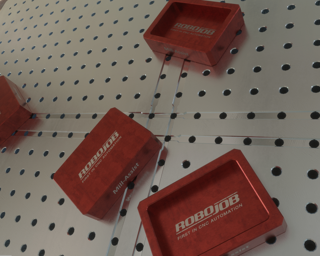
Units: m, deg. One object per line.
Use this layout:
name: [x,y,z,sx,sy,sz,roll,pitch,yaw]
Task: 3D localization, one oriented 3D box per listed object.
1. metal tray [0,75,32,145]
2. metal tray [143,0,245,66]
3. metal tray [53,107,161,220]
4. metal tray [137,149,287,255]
metal tray: [-0.305,-0.035,0.589,0.090,0.030,0.130,-44,51,-2]
metal tray: [0.048,-0.151,0.473,0.130,0.030,0.090,25,75,37]
metal tray: [-0.073,0.044,0.417,0.090,0.030,0.130,33,80,38]
metal tray: [0.049,0.091,0.323,0.130,0.030,0.090,-31,52,8]
